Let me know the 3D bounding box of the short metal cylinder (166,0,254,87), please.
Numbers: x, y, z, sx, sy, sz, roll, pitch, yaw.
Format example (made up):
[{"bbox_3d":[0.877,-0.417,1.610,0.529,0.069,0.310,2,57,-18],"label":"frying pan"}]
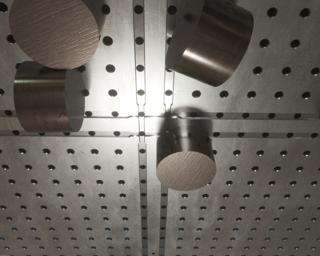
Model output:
[{"bbox_3d":[0.045,-0.086,0.303,0.050,0.080,0.079,19,127,-16],"label":"short metal cylinder"}]

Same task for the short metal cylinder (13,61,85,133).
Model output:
[{"bbox_3d":[-0.119,-0.035,0.344,0.050,0.080,0.079,-1,130,0],"label":"short metal cylinder"}]

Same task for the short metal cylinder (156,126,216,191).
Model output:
[{"bbox_3d":[0.035,0.043,0.433,0.081,0.050,0.079,0,130,0],"label":"short metal cylinder"}]

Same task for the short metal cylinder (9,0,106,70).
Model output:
[{"bbox_3d":[-0.097,-0.105,0.304,0.081,0.050,0.079,0,130,0],"label":"short metal cylinder"}]
